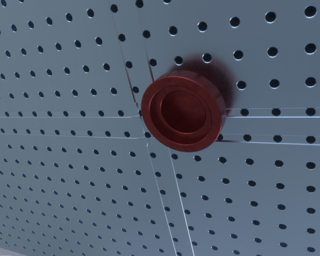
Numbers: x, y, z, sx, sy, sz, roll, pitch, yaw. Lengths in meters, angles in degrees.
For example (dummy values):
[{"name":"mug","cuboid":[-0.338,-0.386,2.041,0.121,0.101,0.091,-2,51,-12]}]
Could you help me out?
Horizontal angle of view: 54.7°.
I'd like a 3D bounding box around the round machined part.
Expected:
[{"name":"round machined part","cuboid":[0.031,-0.023,0.369,0.098,0.042,0.097,13,124,20]}]
